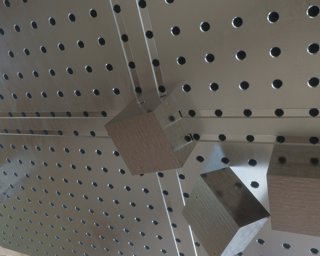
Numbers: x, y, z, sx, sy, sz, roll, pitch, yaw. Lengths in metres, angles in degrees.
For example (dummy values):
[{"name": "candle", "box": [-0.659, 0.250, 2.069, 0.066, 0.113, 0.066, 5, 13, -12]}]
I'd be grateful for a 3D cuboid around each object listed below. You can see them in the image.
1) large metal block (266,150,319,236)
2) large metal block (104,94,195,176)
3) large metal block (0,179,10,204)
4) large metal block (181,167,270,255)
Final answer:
[{"name": "large metal block", "box": [0.169, 0.074, 0.351, 0.080, 0.050, 0.080, 0, 119, 28]}, {"name": "large metal block", "box": [-0.012, 0.011, 0.409, 0.080, 0.050, 0.080, -15, 111, 34]}, {"name": "large metal block", "box": [-0.389, 0.157, 0.680, 0.050, 0.080, 0.080, 42, 129, -1]}, {"name": "large metal block", "box": [0.080, 0.110, 0.397, 0.080, 0.050, 0.079, 53, 140, 38]}]
